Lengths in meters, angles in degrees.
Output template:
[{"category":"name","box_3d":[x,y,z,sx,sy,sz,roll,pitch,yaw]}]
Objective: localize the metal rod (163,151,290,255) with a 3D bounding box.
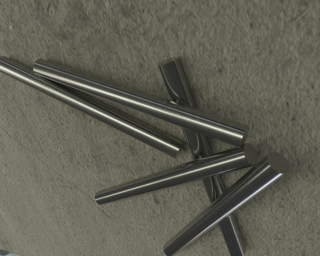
[{"category":"metal rod","box_3d":[0.066,0.119,0.412,0.025,0.025,0.298,35,139,5]}]

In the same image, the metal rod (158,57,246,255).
[{"category":"metal rod","box_3d":[0.062,0.053,0.405,0.025,0.025,0.299,-9,114,32]}]

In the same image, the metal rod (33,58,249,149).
[{"category":"metal rod","box_3d":[-0.041,-0.039,0.380,0.301,0.025,0.025,21,126,24]}]

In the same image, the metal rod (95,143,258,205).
[{"category":"metal rod","box_3d":[-0.002,0.074,0.429,0.299,0.025,0.025,-25,105,43]}]

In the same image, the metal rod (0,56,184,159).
[{"category":"metal rod","box_3d":[-0.107,-0.034,0.439,0.301,0.025,0.025,26,127,11]}]
